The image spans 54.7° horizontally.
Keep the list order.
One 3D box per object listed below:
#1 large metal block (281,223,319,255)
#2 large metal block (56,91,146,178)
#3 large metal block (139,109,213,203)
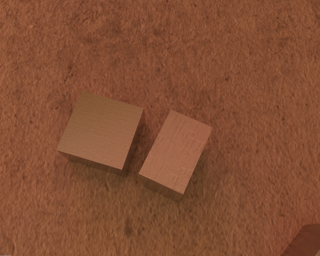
[{"bbox_3d":[0.168,0.149,0.327,0.050,0.080,0.080,42,75,13],"label":"large metal block"},{"bbox_3d":[-0.070,0.009,0.391,0.080,0.050,0.080,16,71,5],"label":"large metal block"},{"bbox_3d":[0.018,0.037,0.366,0.050,0.080,0.080,24,72,8],"label":"large metal block"}]
